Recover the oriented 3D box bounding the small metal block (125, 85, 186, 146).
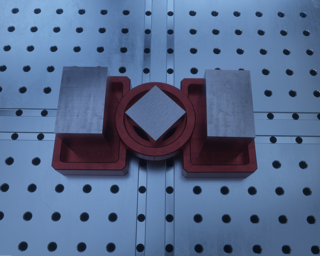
[{"bbox_3d":[-0.005,-0.014,0.374,0.050,0.025,0.050,43,75,14],"label":"small metal block"}]

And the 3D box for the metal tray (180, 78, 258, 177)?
[{"bbox_3d":[0.073,-0.002,0.409,0.091,0.030,0.130,0,70,0],"label":"metal tray"}]

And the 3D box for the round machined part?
[{"bbox_3d":[-0.006,-0.006,0.395,0.099,0.042,0.098,0,70,0],"label":"round machined part"}]

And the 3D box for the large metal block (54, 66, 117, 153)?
[{"bbox_3d":[-0.085,-0.019,0.375,0.050,0.080,0.080,1,70,0],"label":"large metal block"}]

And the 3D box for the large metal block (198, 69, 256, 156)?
[{"bbox_3d":[0.076,-0.015,0.374,0.050,0.080,0.080,1,70,1],"label":"large metal block"}]

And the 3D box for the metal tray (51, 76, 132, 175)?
[{"bbox_3d":[-0.086,-0.005,0.409,0.091,0.030,0.130,1,70,0],"label":"metal tray"}]
